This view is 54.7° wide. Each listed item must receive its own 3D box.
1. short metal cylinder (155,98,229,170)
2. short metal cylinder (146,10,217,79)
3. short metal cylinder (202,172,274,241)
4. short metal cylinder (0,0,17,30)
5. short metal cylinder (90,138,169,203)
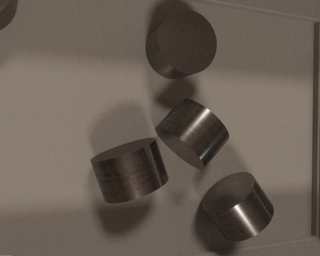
[{"bbox_3d":[0.041,0.008,0.398,0.080,0.080,0.050,46,76,-15],"label":"short metal cylinder"},{"bbox_3d":[0.027,-0.107,0.408,0.081,0.050,0.079,0,90,-21],"label":"short metal cylinder"},{"bbox_3d":[0.105,0.105,0.422,0.080,0.080,0.050,-39,103,-16],"label":"short metal cylinder"},{"bbox_3d":[-0.196,-0.145,0.324,0.081,0.050,0.079,0,90,-20],"label":"short metal cylinder"},{"bbox_3d":[-0.036,0.048,0.369,0.081,0.080,0.050,-20,97,-19],"label":"short metal cylinder"}]
